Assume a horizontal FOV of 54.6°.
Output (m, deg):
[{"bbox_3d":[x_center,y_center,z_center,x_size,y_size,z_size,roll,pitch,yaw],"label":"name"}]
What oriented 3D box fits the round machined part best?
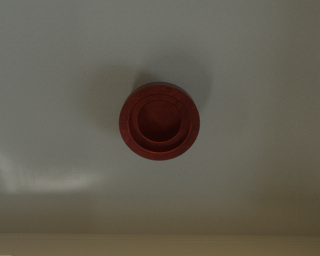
[{"bbox_3d":[-0.001,-0.011,0.395,0.099,0.042,0.097,0,110,0],"label":"round machined part"}]
